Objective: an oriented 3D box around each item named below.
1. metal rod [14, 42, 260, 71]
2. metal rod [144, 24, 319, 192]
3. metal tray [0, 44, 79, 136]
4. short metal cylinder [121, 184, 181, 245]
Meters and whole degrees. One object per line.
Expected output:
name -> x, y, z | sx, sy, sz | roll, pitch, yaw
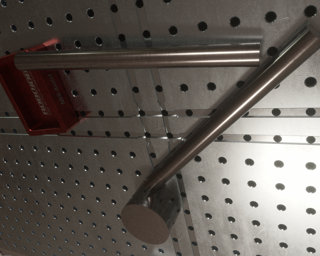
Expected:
metal rod -> -0.041, -0.081, 0.361 | 0.301, 0.025, 0.025 | 3, 120, 19
metal rod -> 0.065, 0.000, 0.376 | 0.025, 0.025, 0.298 | 42, 129, -1
metal tray -> -0.189, -0.053, 0.472 | 0.090, 0.030, 0.129 | -5, 116, 30
short metal cylinder -> -0.013, 0.133, 0.483 | 0.080, 0.050, 0.079 | 13, 124, 20
